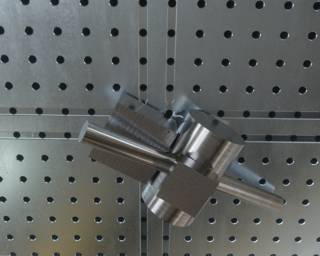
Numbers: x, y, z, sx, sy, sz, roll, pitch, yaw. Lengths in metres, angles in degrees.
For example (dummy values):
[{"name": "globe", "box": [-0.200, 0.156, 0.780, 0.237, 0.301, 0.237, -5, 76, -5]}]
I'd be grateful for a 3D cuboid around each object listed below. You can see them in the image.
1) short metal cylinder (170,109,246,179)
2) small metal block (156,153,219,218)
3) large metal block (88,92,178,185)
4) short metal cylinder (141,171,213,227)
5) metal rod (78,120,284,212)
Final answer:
[{"name": "short metal cylinder", "box": [0.058, 0.018, 0.388, 0.080, 0.080, 0.050, 26, 108, -10]}, {"name": "small metal block", "box": [0.031, 0.064, 0.349, 0.050, 0.025, 0.050, 30, 108, -2]}, {"name": "large metal block", "box": [-0.033, 0.013, 0.398, 0.080, 0.050, 0.080, 28, 108, -10]}, {"name": "short metal cylinder", "box": [0.023, 0.083, 0.411, 0.080, 0.080, 0.050, 28, 108, -10]}, {"name": "metal rod", "box": [0.045, 0.057, 0.389, 0.302, 0.025, 0.025, 23, 109, -25]}]
